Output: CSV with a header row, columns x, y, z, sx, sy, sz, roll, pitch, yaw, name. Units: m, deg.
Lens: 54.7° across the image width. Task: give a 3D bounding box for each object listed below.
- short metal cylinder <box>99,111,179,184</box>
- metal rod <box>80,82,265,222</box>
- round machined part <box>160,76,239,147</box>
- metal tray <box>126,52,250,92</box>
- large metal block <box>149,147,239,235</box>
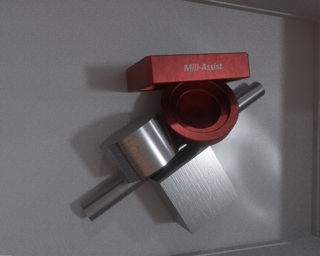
x,y,z,sx,sy,sz,roll,pitch,yaw,name
-0.024,0.022,0.372,0.080,0.080,0.050,-35,102,-17,short metal cylinder
0.029,0.022,0.421,0.302,0.025,0.025,-34,102,-17,metal rod
0.049,-0.020,0.404,0.099,0.042,0.098,2,66,-4,round machined part
0.032,-0.068,0.386,0.131,0.090,0.030,-7,93,-21,metal tray
0.043,0.078,0.412,0.080,0.050,0.080,-35,102,-17,large metal block
